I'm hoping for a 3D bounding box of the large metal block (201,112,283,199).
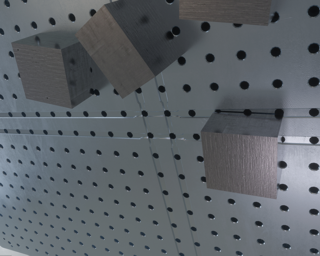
[{"bbox_3d":[0.098,0.030,0.362,0.080,0.050,0.080,4,121,26],"label":"large metal block"}]

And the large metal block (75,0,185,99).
[{"bbox_3d":[-0.028,-0.091,0.335,0.050,0.080,0.080,-28,103,37],"label":"large metal block"}]

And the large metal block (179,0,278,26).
[{"bbox_3d":[0.064,-0.140,0.275,0.080,0.050,0.080,12,124,21],"label":"large metal block"}]

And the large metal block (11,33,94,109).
[{"bbox_3d":[-0.143,-0.079,0.422,0.080,0.050,0.080,12,124,21],"label":"large metal block"}]
